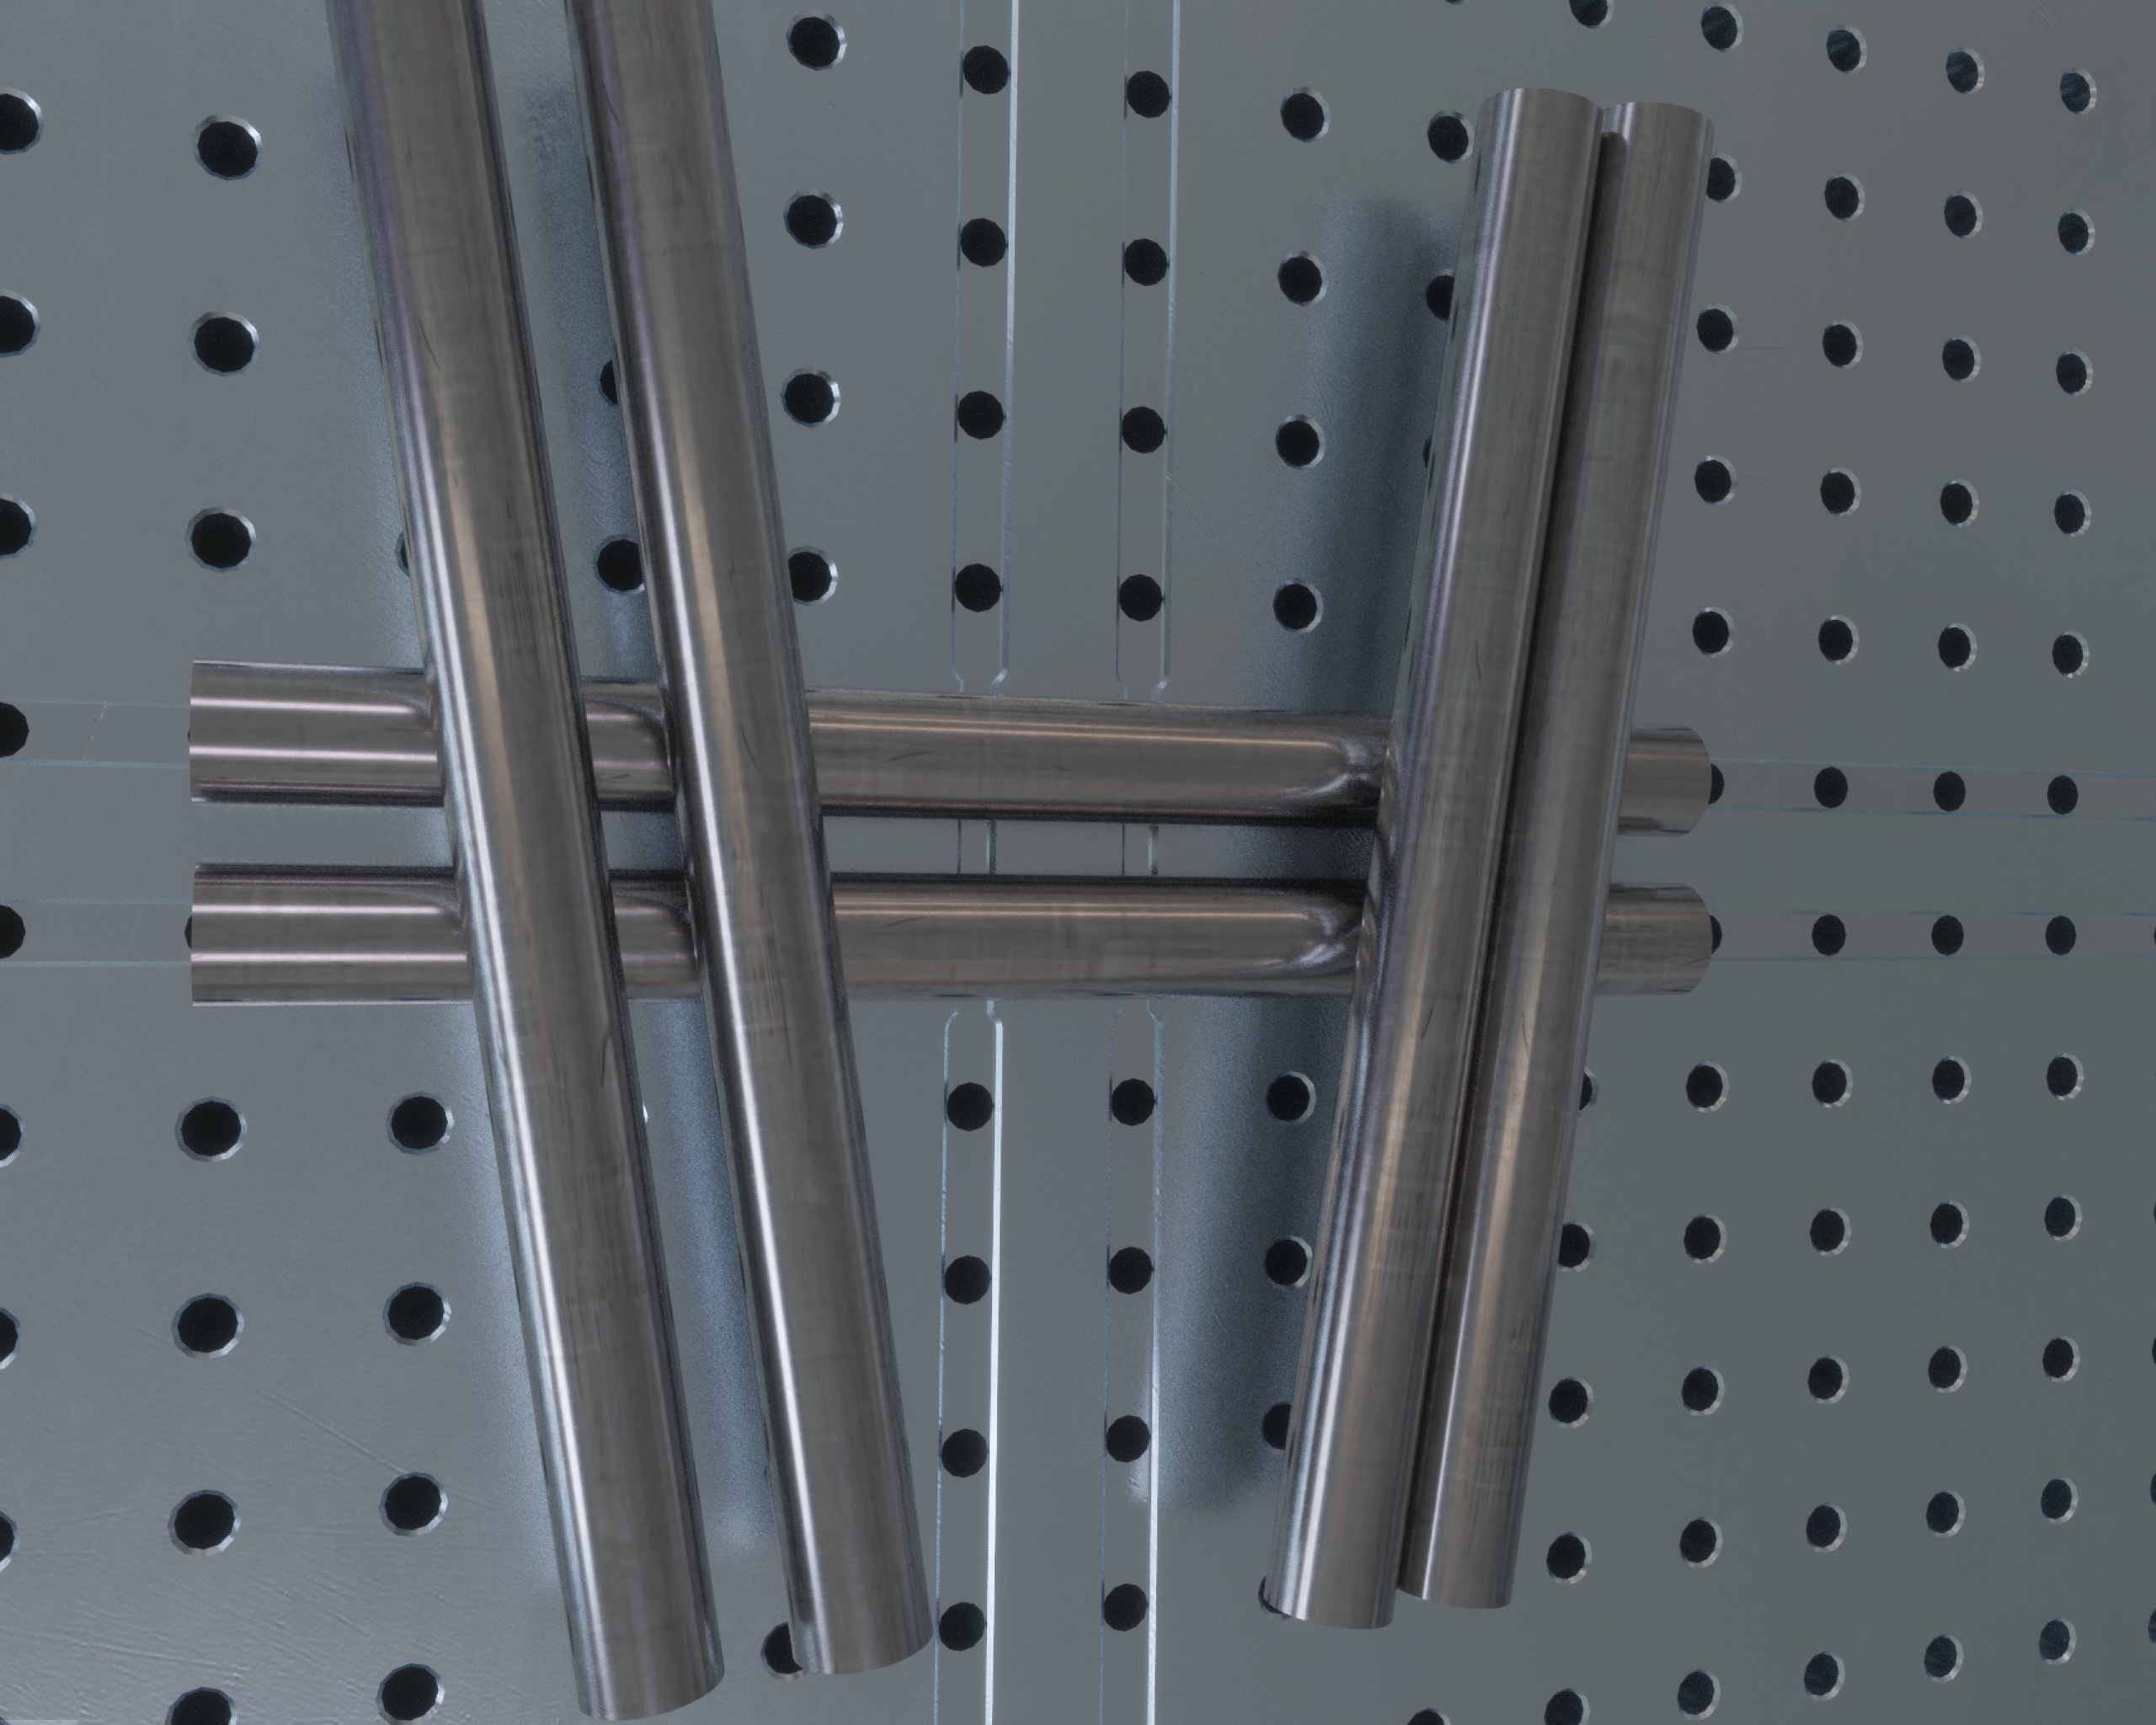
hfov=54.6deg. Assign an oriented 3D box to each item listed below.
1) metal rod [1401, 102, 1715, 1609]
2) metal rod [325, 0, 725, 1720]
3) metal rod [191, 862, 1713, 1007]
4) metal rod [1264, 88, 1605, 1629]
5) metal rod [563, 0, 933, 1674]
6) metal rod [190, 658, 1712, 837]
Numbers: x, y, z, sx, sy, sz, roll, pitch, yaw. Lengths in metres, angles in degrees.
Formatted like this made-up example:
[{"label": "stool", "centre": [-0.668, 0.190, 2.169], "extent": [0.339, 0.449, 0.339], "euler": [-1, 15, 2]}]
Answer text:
[{"label": "metal rod", "centre": [0.096, -0.004, 0.422], "extent": [0.025, 0.025, 0.299], "euler": [10, 87, -20]}, {"label": "metal rod", "centre": [-0.093, -0.006, 0.352], "extent": [0.025, 0.025, 0.298], "euler": [-9, 93, -20]}, {"label": "metal rod", "centre": [-0.009, 0.015, 0.410], "extent": [0.302, 0.025, 0.025], "euler": [1, 90, -20]}, {"label": "metal rod", "centre": [0.071, -0.003, 0.413], "extent": [0.025, 0.025, 0.299], "euler": [10, 87, -20]}, {"label": "metal rod", "centre": [-0.057, -0.009, 0.365], "extent": [0.025, 0.025, 0.298], "euler": [-8, 93, -20]}, {"label": "metal rod", "centre": [-0.009, -0.020, 0.409], "extent": [0.302, 0.025, 0.025], "euler": [1, 90, -20]}]
